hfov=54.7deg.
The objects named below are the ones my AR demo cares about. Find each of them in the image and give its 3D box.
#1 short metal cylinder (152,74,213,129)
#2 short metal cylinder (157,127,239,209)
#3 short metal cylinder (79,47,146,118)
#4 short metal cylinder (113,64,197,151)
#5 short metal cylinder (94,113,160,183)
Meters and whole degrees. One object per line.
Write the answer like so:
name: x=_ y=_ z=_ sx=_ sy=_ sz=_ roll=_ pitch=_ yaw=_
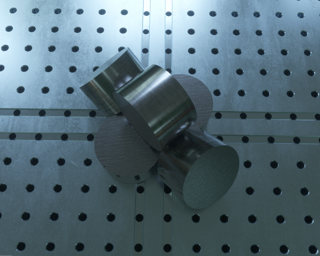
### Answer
short metal cylinder: x=0.026 y=-0.023 z=0.406 sx=0.081 sy=0.050 sz=0.080 roll=0 pitch=70 yaw=0
short metal cylinder: x=0.044 y=0.045 z=0.359 sx=0.080 sy=0.080 sz=0.050 roll=-39 pitch=39 yaw=-13
short metal cylinder: x=-0.055 y=-0.058 z=0.396 sx=0.080 sy=0.080 sz=0.050 roll=-44 pitch=110 yaw=-15
short metal cylinder: x=-0.006 y=-0.021 z=0.336 sx=0.050 sy=0.080 sz=0.080 roll=-40 pitch=75 yaw=-13
short metal cylinder: x=-0.037 y=0.026 z=0.388 sx=0.081 sy=0.050 sz=0.080 roll=0 pitch=70 yaw=0
